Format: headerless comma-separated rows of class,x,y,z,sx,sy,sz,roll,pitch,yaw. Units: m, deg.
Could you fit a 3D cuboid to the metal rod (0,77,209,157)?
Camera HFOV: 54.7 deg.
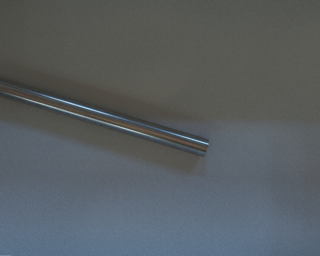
metal rod,-0.084,-0.016,0.410,0.302,0.025,0.025,17,90,-1
